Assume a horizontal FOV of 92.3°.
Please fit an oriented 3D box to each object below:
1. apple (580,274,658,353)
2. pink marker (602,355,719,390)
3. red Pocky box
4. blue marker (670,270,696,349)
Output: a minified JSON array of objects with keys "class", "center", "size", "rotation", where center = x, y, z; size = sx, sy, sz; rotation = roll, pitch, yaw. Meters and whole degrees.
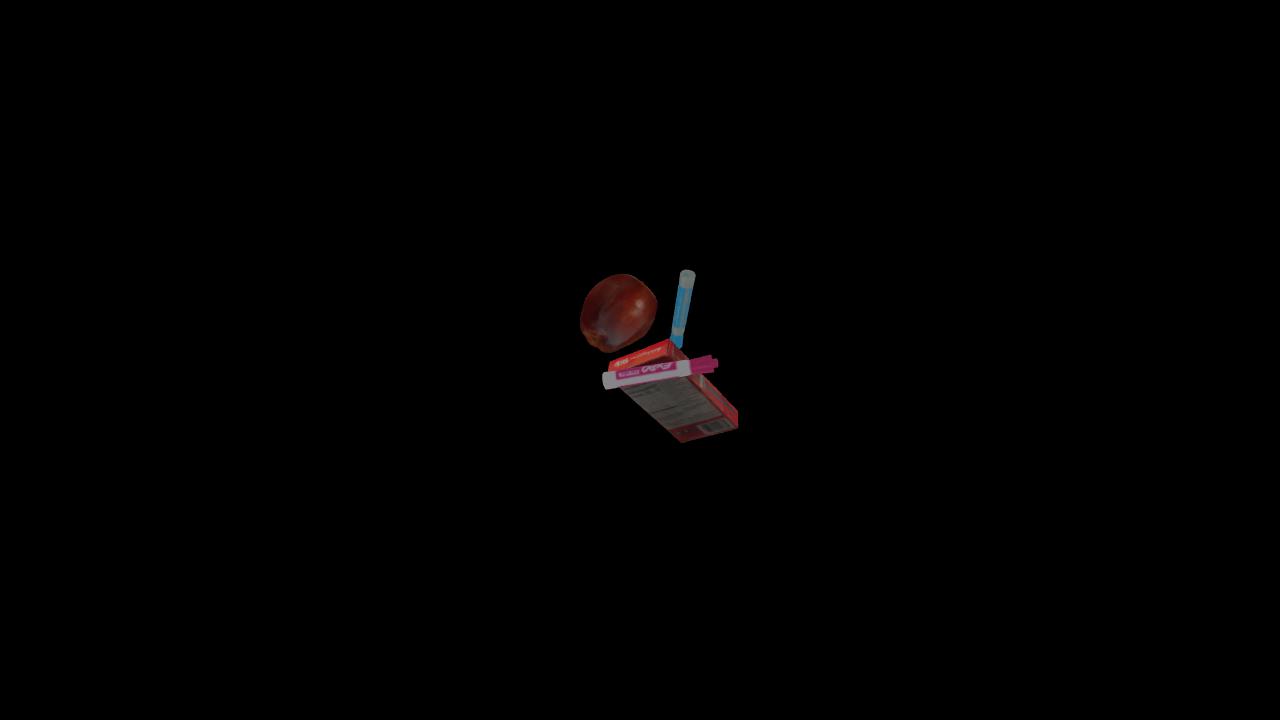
[{"class":"apple","center":[-0.024,-0.053,0.686],"size":[0.079,0.093,0.079],"rotation":[36,-21,16]},{"class":"pink marker","center":[0.021,0.013,0.637],"size":[0.121,0.020,0.020],"rotation":[-9,-2,10]},{"class":"red Pocky box","center":[0.041,0.040,0.702],"size":[0.083,0.028,0.155],"rotation":[-19,-46,31]},{"class":"blue marker","center":[0.052,-0.059,0.771],"size":[0.020,0.121,0.020],"rotation":[4,44,-3]}]
